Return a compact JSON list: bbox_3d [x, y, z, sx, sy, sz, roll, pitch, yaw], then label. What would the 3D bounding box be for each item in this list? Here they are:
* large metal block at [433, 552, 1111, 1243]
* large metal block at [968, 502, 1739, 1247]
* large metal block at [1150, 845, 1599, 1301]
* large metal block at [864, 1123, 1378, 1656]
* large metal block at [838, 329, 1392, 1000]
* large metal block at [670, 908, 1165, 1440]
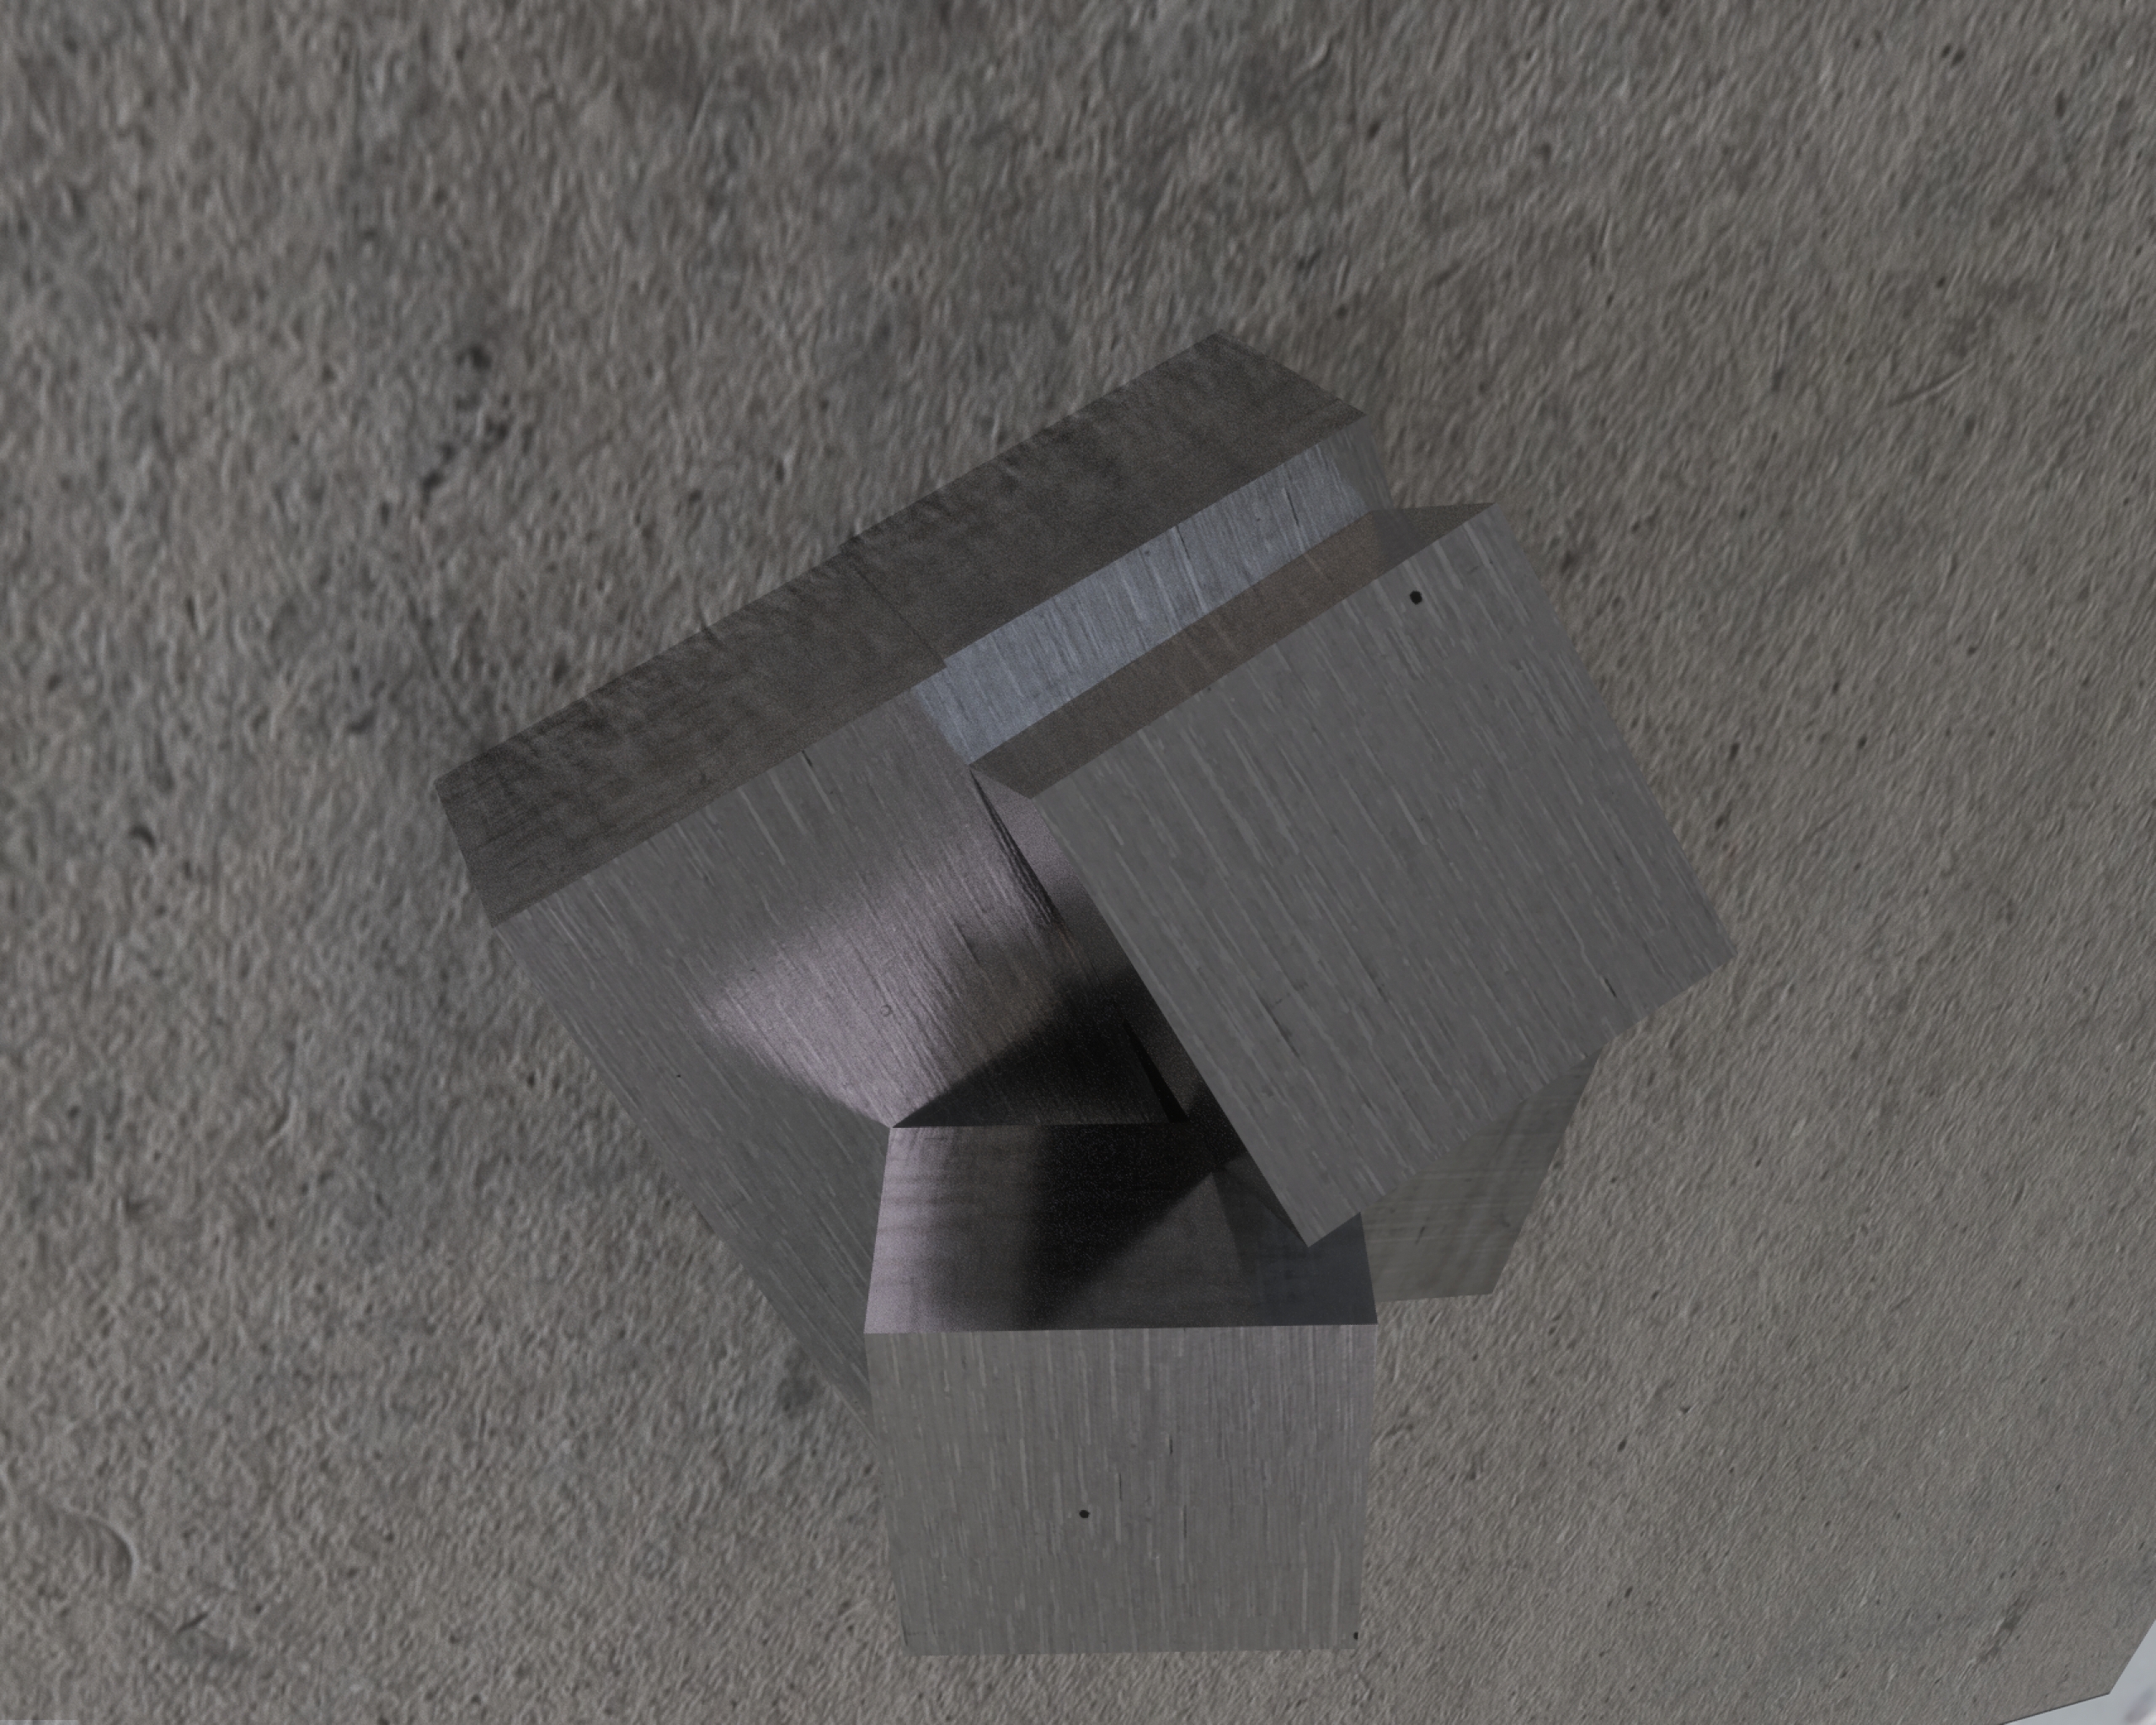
[{"bbox_3d":[-0.052,0.006,0.366,0.080,0.050,0.080,-31,129,-8],"label":"large metal block"},{"bbox_3d":[0.042,-0.001,0.329,0.080,0.050,0.080,-33,104,-7],"label":"large metal block"},{"bbox_3d":[0.056,0.031,0.421,0.050,0.080,0.079,3,117,-30],"label":"large metal block"},{"bbox_3d":[0.008,0.093,0.369,0.080,0.050,0.079,-1,123,1],"label":"large metal block"},{"bbox_3d":[0.016,-0.036,0.377,0.080,0.050,0.080,-31,129,-8],"label":"large metal block"},{"bbox_3d":[-0.025,0.062,0.415,0.080,0.050,0.080,-31,129,-8],"label":"large metal block"}]
